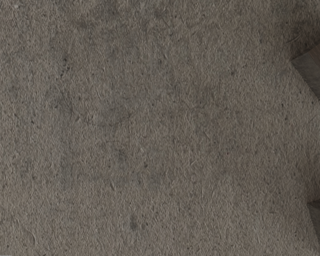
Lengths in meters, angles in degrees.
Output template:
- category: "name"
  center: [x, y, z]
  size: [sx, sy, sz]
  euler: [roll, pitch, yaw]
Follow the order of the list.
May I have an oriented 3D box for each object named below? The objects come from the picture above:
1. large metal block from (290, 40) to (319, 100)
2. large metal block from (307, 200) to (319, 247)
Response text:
- category: "large metal block"
  center: [0.234, -0.083, 0.399]
  size: [0.080, 0.050, 0.080]
  euler: [-36, 90, 0]
- category: "large metal block"
  center: [0.251, 0.130, 0.399]
  size: [0.080, 0.050, 0.080]
  euler: [-17, 90, 0]
